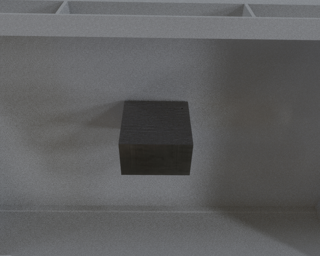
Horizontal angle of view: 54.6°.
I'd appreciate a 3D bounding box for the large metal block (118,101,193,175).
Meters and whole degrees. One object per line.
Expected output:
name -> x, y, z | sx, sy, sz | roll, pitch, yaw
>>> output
large metal block -> -0.005, 0.011, 0.379 | 0.080, 0.080, 0.050 | 1, 130, -1
